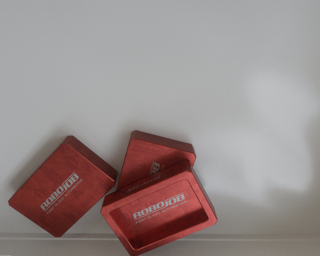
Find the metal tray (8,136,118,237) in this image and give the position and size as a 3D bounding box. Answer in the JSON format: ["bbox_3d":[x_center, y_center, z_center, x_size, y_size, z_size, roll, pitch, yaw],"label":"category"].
[{"bbox_3d":[-0.136,0.085,0.438,0.090,0.030,0.130,42,104,-14],"label":"metal tray"}]

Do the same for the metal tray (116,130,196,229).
[{"bbox_3d":[-0.012,0.076,0.437,0.091,0.030,0.129,15,109,-6],"label":"metal tray"}]

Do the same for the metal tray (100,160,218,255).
[{"bbox_3d":[-0.001,0.110,0.416,0.130,0.030,0.090,-25,109,8],"label":"metal tray"}]
